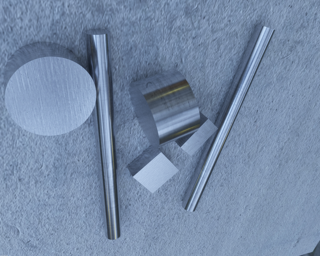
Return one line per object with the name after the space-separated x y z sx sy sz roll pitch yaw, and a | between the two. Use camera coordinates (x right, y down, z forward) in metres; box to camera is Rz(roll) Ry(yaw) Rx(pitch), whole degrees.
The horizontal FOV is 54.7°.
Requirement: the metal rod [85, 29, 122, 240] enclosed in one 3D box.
-0.067 0.030 0.389 0.025 0.025 0.298 -12 124 -22 | metal rod

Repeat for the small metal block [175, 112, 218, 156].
0.040 0.001 0.413 0.050 0.050 0.025 -46 129 4 | small metal block

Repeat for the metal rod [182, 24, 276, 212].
0.093 0.000 0.457 0.025 0.025 0.298 5 116 -31 | metal rod

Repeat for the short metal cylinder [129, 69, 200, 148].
0.004 -0.023 0.359 0.050 0.080 0.080 -23 127 -15 | short metal cylinder

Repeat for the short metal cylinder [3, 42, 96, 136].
-0.109 -0.039 0.307 0.081 0.050 0.079 -14 124 -21 | short metal cylinder

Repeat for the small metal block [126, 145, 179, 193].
-0.010 0.057 0.437 0.050 0.025 0.050 -41 130 0 | small metal block
